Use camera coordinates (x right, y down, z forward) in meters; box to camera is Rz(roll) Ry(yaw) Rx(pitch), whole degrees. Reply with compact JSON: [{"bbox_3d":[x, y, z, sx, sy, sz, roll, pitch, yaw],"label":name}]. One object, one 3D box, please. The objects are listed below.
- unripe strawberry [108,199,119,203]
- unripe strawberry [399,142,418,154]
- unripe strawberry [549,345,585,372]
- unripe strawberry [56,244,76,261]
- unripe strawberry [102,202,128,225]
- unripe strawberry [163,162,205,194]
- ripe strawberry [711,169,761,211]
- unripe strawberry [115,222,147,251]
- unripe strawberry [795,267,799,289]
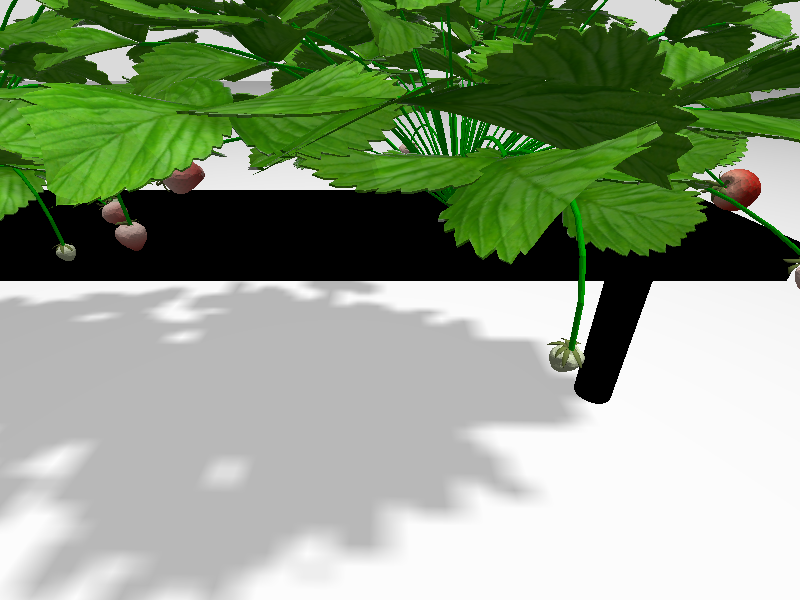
[{"bbox_3d":[-0.244,-0.079,0.344,0.013,0.015,0.015,-12,28,12],"label":"unripe strawberry"},{"bbox_3d":[0.011,-0.201,0.542,0.026,0.023,0.026,-5,-10,-9],"label":"unripe strawberry"},{"bbox_3d":[0.067,0.024,0.161,0.013,0.012,0.012,-2,30,-4],"label":"unripe strawberry"},{"bbox_3d":[-0.220,-0.031,0.264,0.010,0.011,0.011,17,34,26],"label":"unripe strawberry"},{"bbox_3d":[-0.228,-0.069,0.323,0.019,0.019,0.018,-37,16,29],"label":"unripe strawberry"},{"bbox_3d":[-0.214,-0.124,0.395,0.038,0.037,0.042,-8,31,-14],"label":"unripe strawberry"},{"bbox_3d":[0.301,-0.097,0.357,0.036,0.035,0.034,11,29,-8],"label":"ripe strawberry"},{"bbox_3d":[-0.188,-0.044,0.281,0.019,0.020,0.018,11,32,19],"label":"unripe strawberry"},{"bbox_3d":[0.237,-0.013,0.221,0.027,0.026,0.024,43,46,17],"label":"unripe strawberry"}]
